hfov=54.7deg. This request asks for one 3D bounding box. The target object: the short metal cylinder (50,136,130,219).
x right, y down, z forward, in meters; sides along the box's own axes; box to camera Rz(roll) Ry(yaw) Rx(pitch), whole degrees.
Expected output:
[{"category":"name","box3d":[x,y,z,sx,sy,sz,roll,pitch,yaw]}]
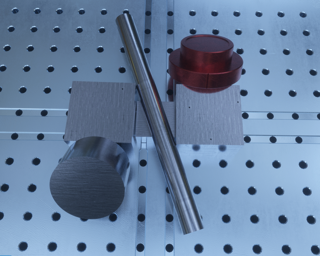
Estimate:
[{"category":"short metal cylinder","box3d":[-0.077,0.056,0.355,0.080,0.050,0.079,0,113,1]}]

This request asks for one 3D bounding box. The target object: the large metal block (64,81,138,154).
[{"category":"large metal block","box3d":[-0.072,-0.013,0.403,0.081,0.050,0.080,2,70,0]}]

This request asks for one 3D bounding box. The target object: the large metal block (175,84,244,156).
[{"category":"large metal block","box3d":[0.060,-0.009,0.403,0.081,0.050,0.080,1,70,0]}]

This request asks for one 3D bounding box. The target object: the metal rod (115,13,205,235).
[{"category":"metal rod","box3d":[-0.007,-0.020,0.391,0.025,0.025,0.299,-16,71,-6]}]

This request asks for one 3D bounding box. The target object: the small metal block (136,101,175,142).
[{"category":"small metal block","box3d":[-0.006,-0.008,0.415,0.050,0.025,0.050,1,70,0]}]

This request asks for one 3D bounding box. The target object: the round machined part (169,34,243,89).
[{"category":"round machined part","box3d":[0.061,-0.094,0.411,0.099,0.042,0.098,1,35,0]}]
